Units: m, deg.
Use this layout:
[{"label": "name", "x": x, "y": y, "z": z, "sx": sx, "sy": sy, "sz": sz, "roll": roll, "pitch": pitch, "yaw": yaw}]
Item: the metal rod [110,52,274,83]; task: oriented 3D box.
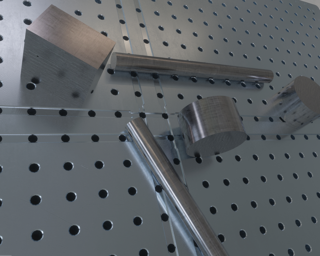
[{"label": "metal rod", "x": 0.068, "y": -0.094, "z": 0.502, "sx": 0.303, "sy": 0.025, "sz": 0.025, "roll": -1, "pitch": 62, "yaw": -29}]

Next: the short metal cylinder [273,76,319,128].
[{"label": "short metal cylinder", "x": 0.254, "y": -0.047, "z": 0.558, "sx": 0.081, "sy": 0.050, "sz": 0.080, "roll": 14, "pitch": 56, "yaw": -21}]

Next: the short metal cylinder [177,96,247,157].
[{"label": "short metal cylinder", "x": 0.068, "y": 0.000, "z": 0.410, "sx": 0.081, "sy": 0.080, "sz": 0.050, "roll": 1, "pitch": 62, "yaw": -28}]

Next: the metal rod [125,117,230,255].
[{"label": "metal rod", "x": 0.046, "y": 0.116, "z": 0.361, "sx": 0.025, "sy": 0.025, "sz": 0.299, "roll": -24, "pitch": 75, "yaw": -36}]

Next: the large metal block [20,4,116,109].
[{"label": "large metal block", "x": -0.109, "y": -0.080, "z": 0.363, "sx": 0.080, "sy": 0.080, "sz": 0.050, "roll": 29, "pitch": 52, "yaw": -10}]
